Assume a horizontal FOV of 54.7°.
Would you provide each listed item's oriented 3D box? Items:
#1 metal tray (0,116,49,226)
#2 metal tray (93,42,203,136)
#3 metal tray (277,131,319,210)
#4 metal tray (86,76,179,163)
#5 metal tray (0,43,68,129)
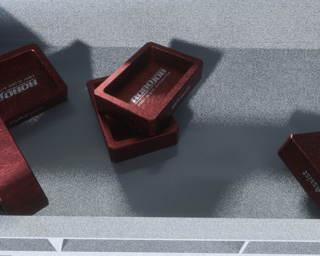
[{"bbox_3d":[-0.158,0.036,0.288,0.030,0.090,0.130,-33,16,-36],"label":"metal tray"},{"bbox_3d":[-0.012,-0.058,0.410,0.090,0.030,0.130,25,54,19],"label":"metal tray"},{"bbox_3d":[0.202,0.061,0.335,0.091,0.030,0.130,-4,48,-26],"label":"metal tray"},{"bbox_3d":[-0.040,-0.023,0.420,0.091,0.030,0.130,-16,52,-13],"label":"metal tray"},{"bbox_3d":[-0.206,-0.052,0.423,0.131,0.030,0.090,-32,80,-24],"label":"metal tray"}]
